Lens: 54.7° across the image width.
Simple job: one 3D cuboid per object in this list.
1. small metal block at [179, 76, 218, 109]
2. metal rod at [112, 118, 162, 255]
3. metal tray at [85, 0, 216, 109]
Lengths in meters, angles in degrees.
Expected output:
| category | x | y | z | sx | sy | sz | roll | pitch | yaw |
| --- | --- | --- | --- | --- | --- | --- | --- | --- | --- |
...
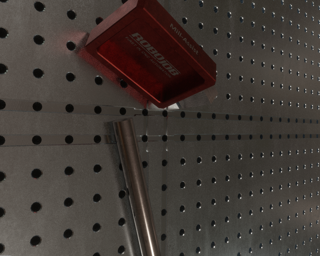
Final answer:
| category | x | y | z | sx | sy | sz | roll | pitch | yaw |
| --- | --- | --- | --- | --- | --- | --- | --- | --- | --- |
| small metal block | 0.045 | -0.057 | 0.431 | 0.050 | 0.050 | 0.025 | 57 | 50 | -25 |
| metal rod | -0.017 | 0.134 | 0.397 | 0.025 | 0.025 | 0.298 | -19 | 102 | -39 |
| metal tray | -0.007 | -0.081 | 0.359 | 0.130 | 0.090 | 0.030 | 36 | 46 | -35 |
